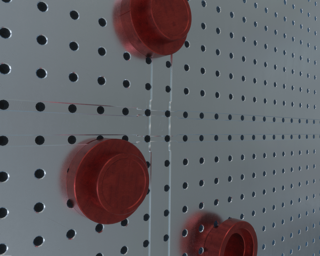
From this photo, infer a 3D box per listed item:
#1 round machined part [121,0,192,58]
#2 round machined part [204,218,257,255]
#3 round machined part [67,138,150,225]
[{"bbox_3d":[0.002,-0.143,0.399,0.099,0.042,0.097,0,90,-40],"label":"round machined part"},{"bbox_3d":[0.107,0.191,0.487,0.099,0.042,0.097,0,90,-40],"label":"round machined part"},{"bbox_3d":[-0.051,0.061,0.354,0.099,0.042,0.097,0,90,-40],"label":"round machined part"}]
